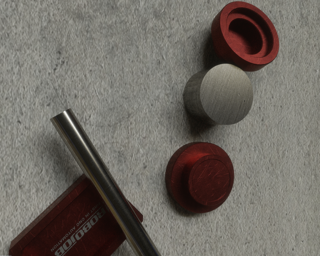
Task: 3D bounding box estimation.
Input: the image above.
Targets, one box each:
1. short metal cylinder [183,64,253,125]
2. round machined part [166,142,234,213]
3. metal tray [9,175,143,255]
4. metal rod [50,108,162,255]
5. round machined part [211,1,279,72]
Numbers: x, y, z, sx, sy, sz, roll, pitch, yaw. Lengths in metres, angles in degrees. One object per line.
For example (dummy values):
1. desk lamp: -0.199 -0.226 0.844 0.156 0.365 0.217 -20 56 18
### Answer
1. short metal cylinder: 0.079 -0.044 0.426 0.081 0.050 0.079 0 90 -21
2. round machined part: 0.061 0.068 0.424 0.099 0.042 0.097 0 90 -21
3. metal tray: -0.096 0.123 0.371 0.130 0.030 0.090 -45 104 -15
4. metal rod: -0.036 0.112 0.364 0.025 0.025 0.299 -33 101 -17
5. round machined part: 0.114 -0.123 0.434 0.099 0.042 0.098 7 70 -22
